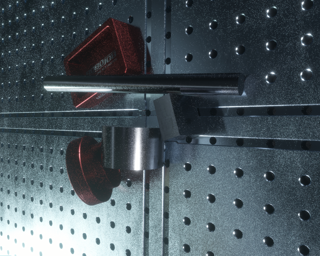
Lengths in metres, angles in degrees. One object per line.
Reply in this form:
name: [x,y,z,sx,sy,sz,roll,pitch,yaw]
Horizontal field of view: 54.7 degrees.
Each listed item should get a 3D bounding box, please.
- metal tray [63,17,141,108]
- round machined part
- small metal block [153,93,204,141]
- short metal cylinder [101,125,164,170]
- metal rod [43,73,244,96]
metal tray: [-0.094,-0.096,0.480,0.130,0.030,0.090,-26,74,36]
round machined part: [-0.088,0.057,0.440,0.042,0.098,0.098,-19,77,10]
small metal block: [0.023,-0.012,0.373,0.025,0.050,0.050,-22,76,38]
short metal cylinder: [-0.035,0.023,0.400,0.080,0.081,0.050,4,92,39]
metal rod: [-0.042,-0.059,0.410,0.300,0.025,0.025,5,93,30]
